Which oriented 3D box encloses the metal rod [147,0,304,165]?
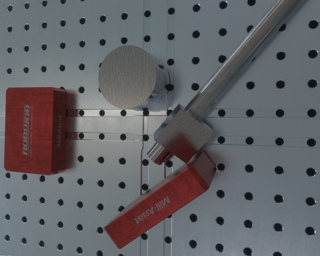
[{"bbox_3d":[0.086,-0.071,0.382,0.025,0.025,0.299,43,103,14],"label":"metal rod"}]

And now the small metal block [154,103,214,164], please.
[{"bbox_3d":[0.028,0.007,0.378,0.050,0.025,0.050,37,103,-13],"label":"small metal block"}]

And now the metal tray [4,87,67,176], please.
[{"bbox_3d":[-0.193,0.003,0.478,0.090,0.030,0.129,2,91,19],"label":"metal tray"}]

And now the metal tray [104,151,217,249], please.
[{"bbox_3d":[0.004,0.084,0.374,0.130,0.090,0.030,-38,85,16],"label":"metal tray"}]

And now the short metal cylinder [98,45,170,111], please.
[{"bbox_3d":[-0.033,-0.064,0.411,0.080,0.050,0.079,0,90,20],"label":"short metal cylinder"}]
